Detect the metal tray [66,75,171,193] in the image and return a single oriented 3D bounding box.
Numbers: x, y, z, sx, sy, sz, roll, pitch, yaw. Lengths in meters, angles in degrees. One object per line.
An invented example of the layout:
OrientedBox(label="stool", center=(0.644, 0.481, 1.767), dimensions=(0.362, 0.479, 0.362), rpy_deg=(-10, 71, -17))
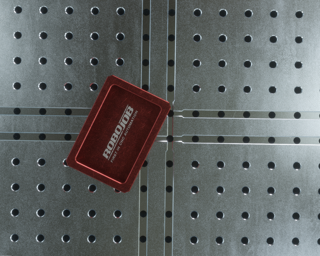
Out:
OrientedBox(label="metal tray", center=(-0.053, 0.008, 0.410), dimensions=(0.090, 0.030, 0.130), rpy_deg=(26, 90, 0))
